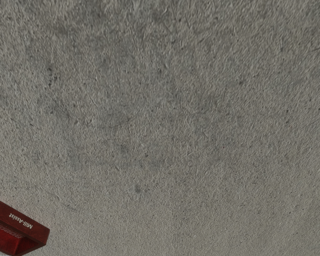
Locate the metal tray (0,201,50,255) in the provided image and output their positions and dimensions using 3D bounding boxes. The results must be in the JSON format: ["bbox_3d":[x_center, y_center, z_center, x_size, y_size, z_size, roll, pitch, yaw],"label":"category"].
[{"bbox_3d":[-0.279,0.182,0.556,0.090,0.030,0.130,-29,125,22],"label":"metal tray"}]
